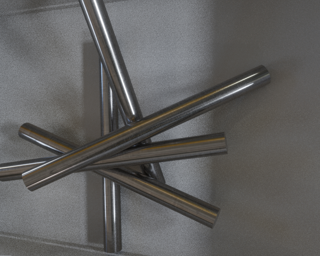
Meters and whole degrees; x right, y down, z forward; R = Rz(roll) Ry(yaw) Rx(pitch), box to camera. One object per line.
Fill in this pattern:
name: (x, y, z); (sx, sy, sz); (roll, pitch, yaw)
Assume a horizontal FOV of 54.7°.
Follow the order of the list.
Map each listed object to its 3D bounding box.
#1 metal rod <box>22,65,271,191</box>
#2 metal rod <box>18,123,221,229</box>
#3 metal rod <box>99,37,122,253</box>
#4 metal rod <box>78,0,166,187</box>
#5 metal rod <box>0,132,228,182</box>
metal rod: (-0.013, -0.001, 0.360); (0.301, 0.025, 0.025); (-24, 81, -3)
metal rod: (-0.067, 0.054, 0.406); (0.301, 0.025, 0.025); (21, 97, 20)
metal rod: (-0.070, 0.021, 0.435); (0.025, 0.025, 0.298); (-2, 89, 20)
metal rod: (-0.048, -0.057, 0.363); (0.025, 0.025, 0.298); (-11, 111, 20)
metal rod: (-0.070, 0.039, 0.382); (0.301, 0.025, 0.025); (-9, 87, 15)
